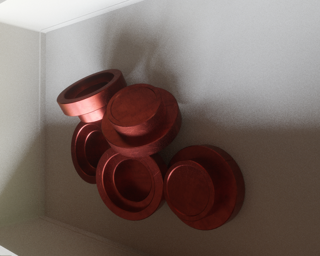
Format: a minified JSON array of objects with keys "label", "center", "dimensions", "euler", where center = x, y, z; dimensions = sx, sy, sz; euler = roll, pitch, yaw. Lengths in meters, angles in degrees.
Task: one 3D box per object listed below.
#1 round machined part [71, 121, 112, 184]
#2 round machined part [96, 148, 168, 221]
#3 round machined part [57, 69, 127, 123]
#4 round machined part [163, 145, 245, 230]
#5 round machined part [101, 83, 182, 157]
[{"label":"round machined part","center":[-0.086,0.032,0.461],"dimensions":[0.098,0.042,0.097],"euler":[0,90,39]},{"label":"round machined part","center":[-0.031,0.066,0.402],"dimensions":[0.098,0.042,0.097],"euler":[3,97,26]},{"label":"round machined part","center":[-0.092,-0.043,0.444],"dimensions":[0.098,0.098,0.042],"euler":[4,128,39]},{"label":"round machined part","center":[0.043,0.068,0.356],"dimensions":[0.098,0.042,0.097],"euler":[0,90,39]},{"label":"round machined part","center":[-0.026,-0.016,0.377],"dimensions":[0.098,0.042,0.098],"euler":[-9,50,11]}]
